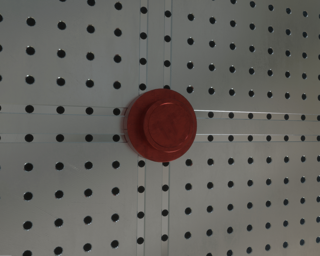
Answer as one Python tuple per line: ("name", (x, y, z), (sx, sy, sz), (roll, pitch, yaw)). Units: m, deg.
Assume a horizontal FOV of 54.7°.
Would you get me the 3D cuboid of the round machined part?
("round machined part", (0.005, -0.003, 0.406), (0.099, 0.042, 0.097), (0, 90, -21))
